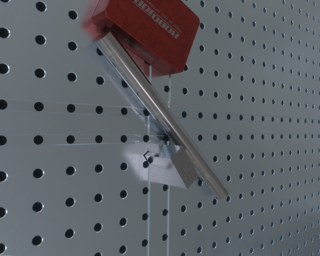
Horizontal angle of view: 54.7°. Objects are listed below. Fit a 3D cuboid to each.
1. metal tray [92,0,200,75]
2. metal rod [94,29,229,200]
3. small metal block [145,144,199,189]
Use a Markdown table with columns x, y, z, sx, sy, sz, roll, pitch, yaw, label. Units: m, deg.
| x | y | z | sx | sy | sz | roll | pitch | yaw | label |
| --- | --- | --- | --- | --- | --- | --- | --- | --- | --- |
| -0.011 | -0.138 | 0.397 | 0.131 | 0.030 | 0.090 | 30 | 71 | -36 | metal tray |
| 0.017 | -0.001 | 0.423 | 0.300 | 0.025 | 0.025 | 52 | 60 | -28 | metal rod |
| 0.015 | 0.050 | 0.406 | 0.025 | 0.050 | 0.050 | -43 | 116 | -31 | small metal block |
